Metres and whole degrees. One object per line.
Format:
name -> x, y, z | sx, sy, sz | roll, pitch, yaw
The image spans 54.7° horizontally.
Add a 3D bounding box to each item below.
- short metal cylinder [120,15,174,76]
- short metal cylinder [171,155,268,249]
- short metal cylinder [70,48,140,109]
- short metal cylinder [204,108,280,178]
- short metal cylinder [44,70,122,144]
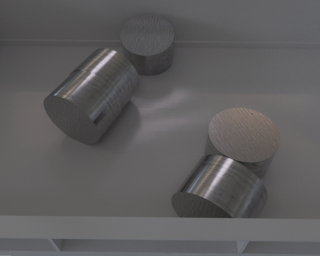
short metal cylinder -> -0.019, -0.129, 0.486 | 0.080, 0.050, 0.080 | 0, 64, 1
short metal cylinder -> 0.059, 0.073, 0.308 | 0.080, 0.080, 0.050 | 27, 55, 21
short metal cylinder -> -0.075, -0.060, 0.419 | 0.080, 0.080, 0.050 | 21, 53, 17
short metal cylinder -> 0.096, 0.022, 0.371 | 0.080, 0.050, 0.080 | 0, 50, 0
short metal cylinder -> -0.096, -0.025, 0.390 | 0.080, 0.080, 0.050 | 21, 54, 17
